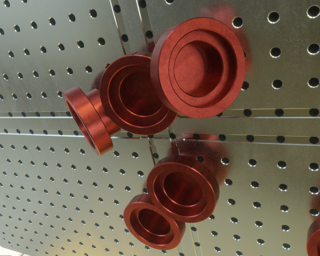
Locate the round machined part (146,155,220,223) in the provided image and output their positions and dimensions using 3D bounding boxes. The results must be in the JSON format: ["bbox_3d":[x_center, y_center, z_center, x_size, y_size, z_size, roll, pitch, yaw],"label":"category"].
[{"bbox_3d":[0.034,0.079,0.429,0.098,0.042,0.097,11,120,21],"label":"round machined part"}]

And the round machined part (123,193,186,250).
[{"bbox_3d":[-0.005,0.142,0.491,0.098,0.042,0.097,13,124,21],"label":"round machined part"}]

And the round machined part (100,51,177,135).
[{"bbox_3d":[-0.019,-0.044,0.376,0.098,0.042,0.097,6,115,14],"label":"round machined part"}]

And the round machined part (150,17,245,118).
[{"bbox_3d":[0.035,-0.061,0.321,0.098,0.099,0.042,66,164,-19],"label":"round machined part"}]

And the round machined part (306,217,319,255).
[{"bbox_3d":[0.227,0.135,0.364,0.098,0.042,0.097,13,124,21],"label":"round machined part"}]

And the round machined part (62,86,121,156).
[{"bbox_3d":[-0.088,-0.014,0.419,0.098,0.042,0.098,50,161,25],"label":"round machined part"}]
